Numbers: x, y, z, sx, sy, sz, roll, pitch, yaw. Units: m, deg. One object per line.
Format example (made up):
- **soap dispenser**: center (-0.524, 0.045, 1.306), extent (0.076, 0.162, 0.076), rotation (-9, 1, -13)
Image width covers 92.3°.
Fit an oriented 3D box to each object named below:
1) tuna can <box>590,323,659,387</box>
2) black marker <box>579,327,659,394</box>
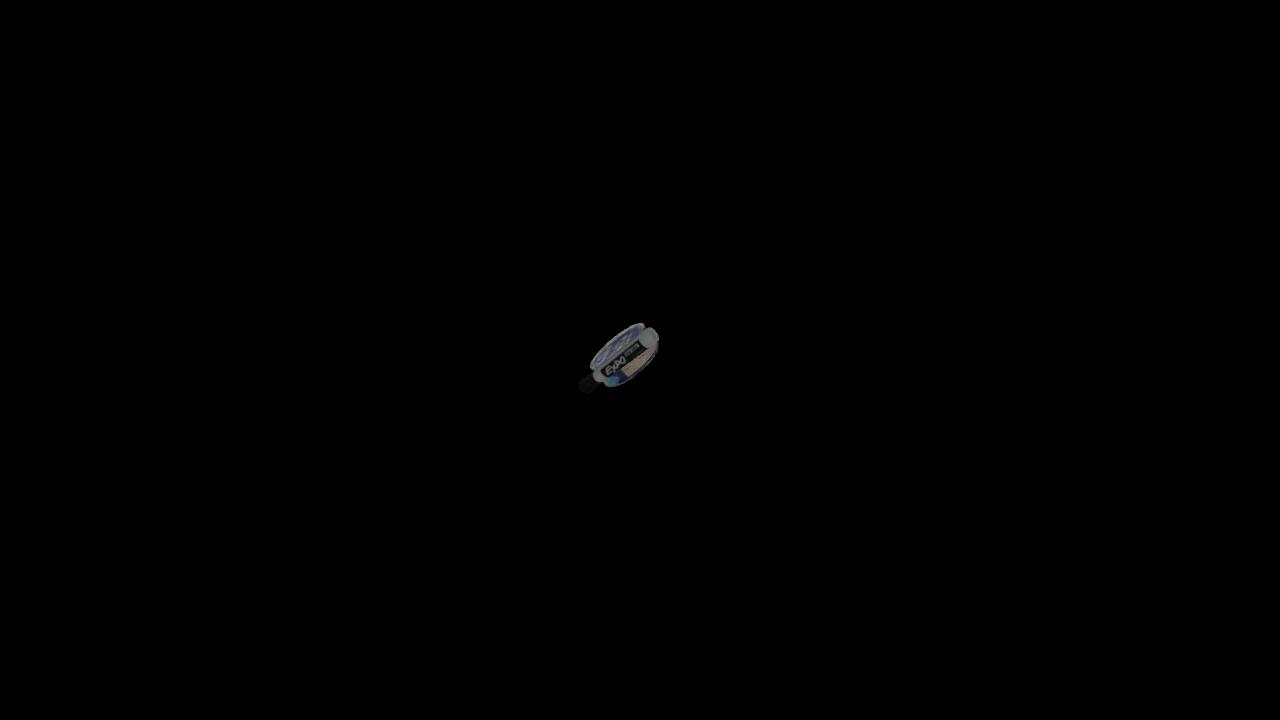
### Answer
- **tuna can**: center (-0.018, -0.006, 0.745), extent (0.084, 0.034, 0.084), rotation (-35, 17, 13)
- **black marker**: center (-0.028, 0.003, 0.703), extent (0.121, 0.020, 0.020), rotation (-37, -20, 29)
